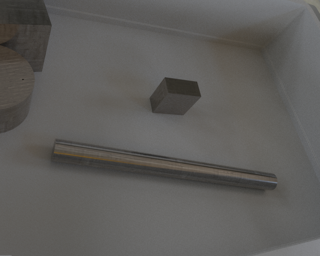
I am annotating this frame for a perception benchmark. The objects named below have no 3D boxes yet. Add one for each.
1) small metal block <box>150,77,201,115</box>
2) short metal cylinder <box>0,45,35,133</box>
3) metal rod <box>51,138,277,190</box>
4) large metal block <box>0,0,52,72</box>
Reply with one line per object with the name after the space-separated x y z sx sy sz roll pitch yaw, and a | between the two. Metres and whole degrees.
0.020 -0.042 0.428 0.050 0.050 0.025 3 61 -27 | small metal block
-0.175 -0.040 0.320 0.081 0.050 0.080 14 56 -21 | short metal cylinder
0.023 0.050 0.388 0.302 0.025 0.025 11 57 -23 | metal rod
-0.166 -0.120 0.355 0.050 0.080 0.080 -10 67 -33 | large metal block
